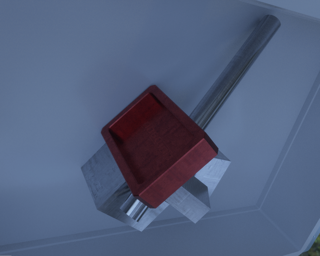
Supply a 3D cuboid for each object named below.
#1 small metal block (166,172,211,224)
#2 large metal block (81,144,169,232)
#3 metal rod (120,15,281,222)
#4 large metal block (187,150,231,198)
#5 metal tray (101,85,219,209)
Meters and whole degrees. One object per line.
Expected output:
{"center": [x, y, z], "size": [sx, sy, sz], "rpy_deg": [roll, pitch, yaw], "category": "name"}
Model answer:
{"center": [0.029, 0.073, 0.358], "size": [0.050, 0.050, 0.025], "rpy_deg": [39, 106, -8], "category": "small metal block"}
{"center": [-0.045, 0.074, 0.395], "size": [0.050, 0.080, 0.080], "rpy_deg": [-45, 130, 3], "category": "large metal block"}
{"center": [0.056, -0.022, 0.367], "size": [0.300, 0.025, 0.025], "rpy_deg": [-52, 131, -13], "category": "metal rod"}
{"center": [0.038, 0.053, 0.428], "size": [0.050, 0.080, 0.080], "rpy_deg": [14, 111, -35], "category": "large metal block"}
{"center": [-0.008, 0.013, 0.344], "size": [0.090, 0.130, 0.030], "rpy_deg": [-41, 129, 1], "category": "metal tray"}
